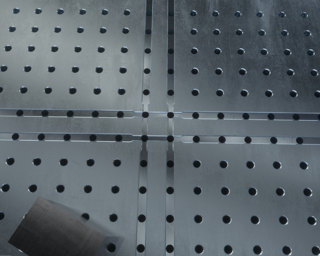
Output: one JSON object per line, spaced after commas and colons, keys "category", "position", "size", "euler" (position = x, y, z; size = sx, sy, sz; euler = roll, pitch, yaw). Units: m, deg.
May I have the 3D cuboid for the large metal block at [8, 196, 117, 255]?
{"category": "large metal block", "position": [-0.100, 0.121, 0.338], "size": [0.080, 0.080, 0.050], "euler": [27, 73, 9]}
